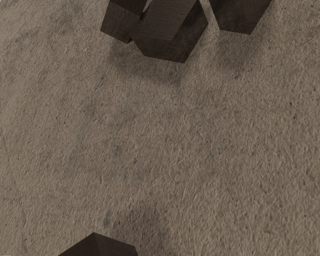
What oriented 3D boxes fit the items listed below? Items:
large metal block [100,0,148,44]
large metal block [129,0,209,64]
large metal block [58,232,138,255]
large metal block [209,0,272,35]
[{"bbox_3d":[-0.054,-0.201,0.512,0.080,0.050,0.080,-38,31,63],"label":"large metal block"},{"bbox_3d":[0.014,-0.151,0.472,0.080,0.050,0.080,20,72,35],"label":"large metal block"},{"bbox_3d":[-0.050,0.157,0.297,0.050,0.080,0.080,-35,52,5],"label":"large metal block"},{"bbox_3d":[0.113,-0.190,0.425,0.050,0.080,0.080,24,74,36],"label":"large metal block"}]
